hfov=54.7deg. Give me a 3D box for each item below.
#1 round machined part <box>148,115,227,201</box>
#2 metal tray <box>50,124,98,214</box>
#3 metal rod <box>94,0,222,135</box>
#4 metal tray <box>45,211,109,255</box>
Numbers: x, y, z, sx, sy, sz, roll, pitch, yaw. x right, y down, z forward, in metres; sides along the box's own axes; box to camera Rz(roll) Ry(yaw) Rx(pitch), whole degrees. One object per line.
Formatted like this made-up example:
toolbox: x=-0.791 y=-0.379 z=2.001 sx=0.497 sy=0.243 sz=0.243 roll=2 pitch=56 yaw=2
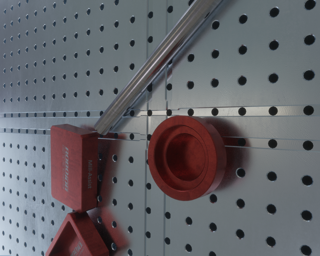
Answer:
round machined part: x=0.036 y=0.034 z=0.369 sx=0.098 sy=0.042 sz=0.097 roll=0 pitch=90 yaw=40
metal tray: x=-0.144 y=0.065 z=0.515 sx=0.090 sy=0.030 sz=0.129 roll=13 pitch=105 yaw=39
metal rod: x=-0.001 y=-0.091 z=0.410 sx=0.299 sy=0.025 sz=0.025 roll=-45 pitch=63 yaw=30
metal tray: x=-0.142 y=0.211 z=0.517 sx=0.090 sy=0.030 sz=0.129 roll=50 pitch=123 yaw=28
